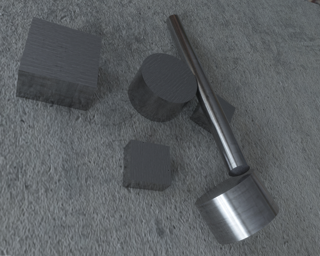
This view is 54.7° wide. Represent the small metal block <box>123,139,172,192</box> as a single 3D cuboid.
[{"bbox_3d":[-0.015,0.045,0.368,0.050,0.025,0.050,12,57,-22],"label":"small metal block"}]

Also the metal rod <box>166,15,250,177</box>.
[{"bbox_3d":[0.056,-0.067,0.438,0.025,0.025,0.299,5,48,-26],"label":"metal rod"}]

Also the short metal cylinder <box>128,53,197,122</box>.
[{"bbox_3d":[0.003,-0.055,0.423,0.081,0.050,0.080,14,56,-21],"label":"short metal cylinder"}]

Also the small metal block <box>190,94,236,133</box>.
[{"bbox_3d":[0.079,-0.022,0.459,0.050,0.025,0.050,35,51,-5],"label":"small metal block"}]

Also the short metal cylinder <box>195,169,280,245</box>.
[{"bbox_3d":[0.088,0.089,0.359,0.081,0.080,0.050,-26,82,-37],"label":"short metal cylinder"}]

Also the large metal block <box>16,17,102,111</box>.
[{"bbox_3d":[-0.118,-0.074,0.369,0.081,0.050,0.080,12,57,-22],"label":"large metal block"}]
